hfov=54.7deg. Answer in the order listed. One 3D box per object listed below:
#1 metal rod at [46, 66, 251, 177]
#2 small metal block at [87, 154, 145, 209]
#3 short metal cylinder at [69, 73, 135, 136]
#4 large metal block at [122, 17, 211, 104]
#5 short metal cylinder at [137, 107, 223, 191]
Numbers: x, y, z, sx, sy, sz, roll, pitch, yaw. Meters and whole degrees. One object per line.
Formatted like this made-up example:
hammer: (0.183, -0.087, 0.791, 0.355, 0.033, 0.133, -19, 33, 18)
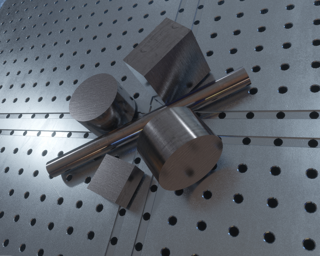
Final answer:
metal rod: (-0.024, -0.003, 0.418, 0.301, 0.025, 0.025, -25, 53, 12)
small metal block: (-0.056, 0.066, 0.392, 0.050, 0.025, 0.050, 16, 70, 34)
short metal cylinder: (-0.083, -0.032, 0.451, 0.080, 0.050, 0.080, -13, 56, 21)
large metal block: (0.011, -0.083, 0.414, 0.080, 0.080, 0.050, -45, 51, -3)
short metal cylinder: (0.022, 0.023, 0.343, 0.080, 0.080, 0.050, -40, 52, 1)
